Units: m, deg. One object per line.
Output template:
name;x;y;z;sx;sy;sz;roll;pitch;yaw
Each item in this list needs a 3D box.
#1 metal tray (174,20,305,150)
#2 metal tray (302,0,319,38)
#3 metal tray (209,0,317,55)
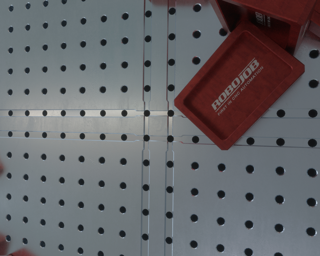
metal tray;0.091;-0.049;0.371;0.090;0.030;0.130;45;108;13
metal tray;0.191;-0.167;0.322;0.090;0.030;0.129;30;101;-10
metal tray;0.105;-0.116;0.320;0.090;0.130;0.030;27;99;18
